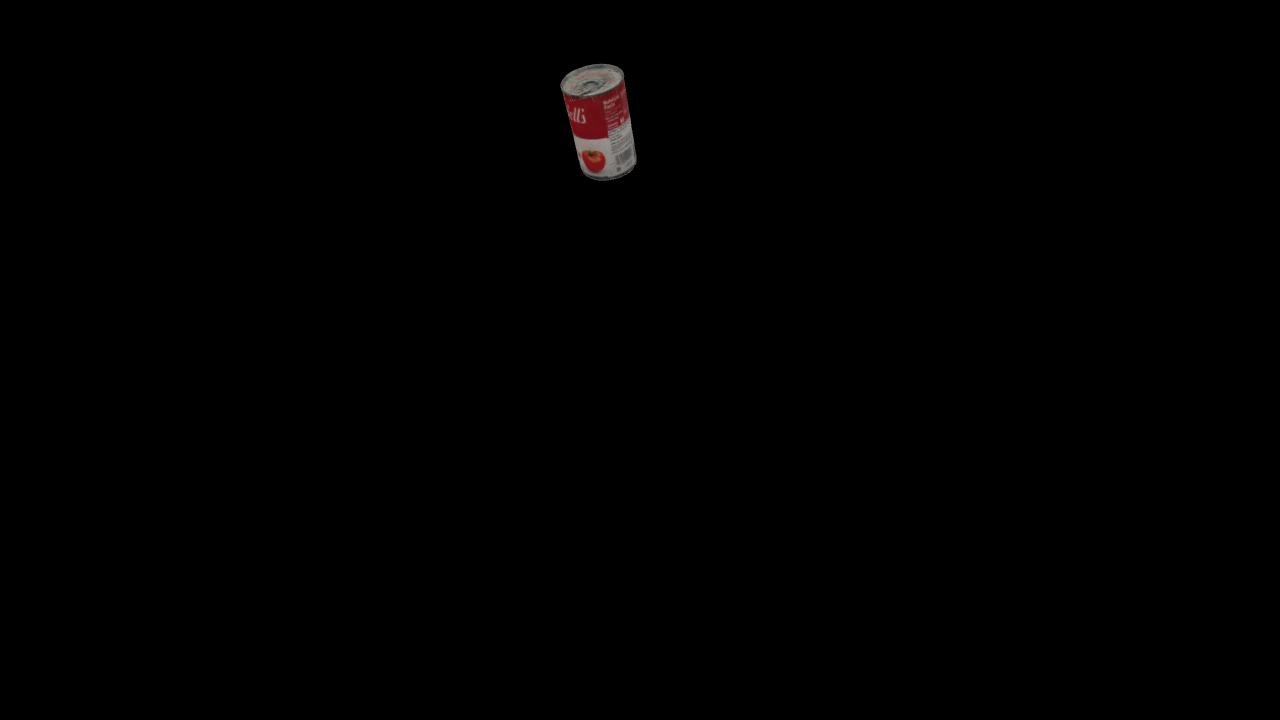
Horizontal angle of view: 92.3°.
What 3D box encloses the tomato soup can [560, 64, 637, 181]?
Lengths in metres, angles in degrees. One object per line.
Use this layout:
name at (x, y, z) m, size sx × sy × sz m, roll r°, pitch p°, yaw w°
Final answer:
tomato soup can at (-0.042, -0.257, 0.670) m, size 0.068 × 0.068 × 0.101 m, roll 0°, pitch -39°, yaw 11°
